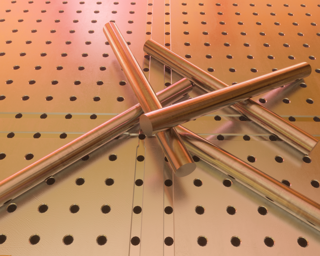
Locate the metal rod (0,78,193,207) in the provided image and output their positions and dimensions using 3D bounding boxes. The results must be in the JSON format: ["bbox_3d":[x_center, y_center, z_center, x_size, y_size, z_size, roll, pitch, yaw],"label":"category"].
[{"bbox_3d":[-0.076,0.010,0.398,0.302,0.025,0.025,-32,57,-25],"label":"metal rod"}]

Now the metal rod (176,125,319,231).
[{"bbox_3d":[0.124,0.068,0.351,0.300,0.025,0.025,31,56,23],"label":"metal rod"}]

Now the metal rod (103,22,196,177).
[{"bbox_3d":[-0.027,-0.060,0.424,0.025,0.025,0.300,-17,51,-14],"label":"metal rod"}]

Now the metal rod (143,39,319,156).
[{"bbox_3d":[0.087,-0.057,0.456,0.025,0.025,0.300,-37,60,-27],"label":"metal rod"}]

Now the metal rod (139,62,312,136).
[{"bbox_3d":[0.106,-0.047,0.410,0.302,0.025,0.025,-20,52,-31],"label":"metal rod"}]
